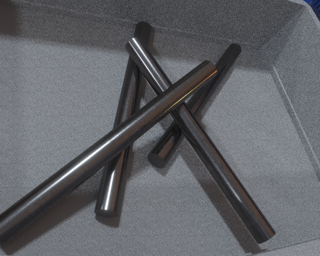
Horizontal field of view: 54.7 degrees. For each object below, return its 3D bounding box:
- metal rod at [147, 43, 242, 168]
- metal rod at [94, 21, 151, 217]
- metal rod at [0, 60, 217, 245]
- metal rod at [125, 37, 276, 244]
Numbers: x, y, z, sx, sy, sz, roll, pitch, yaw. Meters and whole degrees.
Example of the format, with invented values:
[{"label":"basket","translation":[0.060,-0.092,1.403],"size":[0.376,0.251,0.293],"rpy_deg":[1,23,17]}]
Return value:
[{"label":"metal rod","translation":[0.067,-0.052,0.475],"size":[0.025,0.025,0.301],"rpy_deg":[39,51,-2]},{"label":"metal rod","translation":[-0.041,-0.035,0.405],"size":[0.025,0.025,0.300],"rpy_deg":[19,54,-18]},{"label":"metal rod","translation":[-0.039,0.008,0.340],"size":[0.302,0.025,0.025],"rpy_deg":[-39,85,-26]},{"label":"metal rod","translation":[0.044,0.007,0.393],"size":[0.025,0.025,0.299],"rpy_deg":[-25,75,-37]}]
